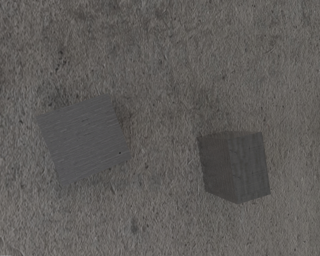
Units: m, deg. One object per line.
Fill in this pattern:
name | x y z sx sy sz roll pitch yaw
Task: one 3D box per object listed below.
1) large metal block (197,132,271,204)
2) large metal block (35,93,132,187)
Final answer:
large metal block | 0.096 0.048 0.415 0.050 0.080 0.080 -11 94 -20
large metal block | -0.090 0.011 0.363 0.081 0.050 0.080 -22 97 -19
